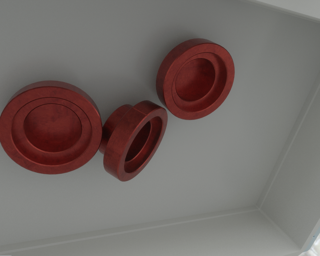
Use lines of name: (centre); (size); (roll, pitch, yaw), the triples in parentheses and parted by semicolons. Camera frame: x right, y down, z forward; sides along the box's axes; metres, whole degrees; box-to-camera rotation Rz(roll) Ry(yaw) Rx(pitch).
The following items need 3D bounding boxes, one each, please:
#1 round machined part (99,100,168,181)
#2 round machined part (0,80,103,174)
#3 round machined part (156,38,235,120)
round machined part: (-0.035, 0.011, 0.367); (0.098, 0.042, 0.098); (-50, 158, -28)
round machined part: (-0.112, -0.003, 0.327); (0.099, 0.042, 0.097); (-6, 116, -13)
round machined part: (0.039, -0.062, 0.382); (0.099, 0.042, 0.097); (-14, 125, -21)
